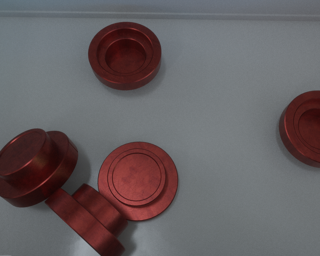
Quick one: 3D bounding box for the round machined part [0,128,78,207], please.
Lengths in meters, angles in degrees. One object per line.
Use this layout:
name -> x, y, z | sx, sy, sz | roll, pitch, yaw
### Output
round machined part -> -0.150, 0.039, 0.360 | 0.098, 0.042, 0.098 | -16, 41, 15

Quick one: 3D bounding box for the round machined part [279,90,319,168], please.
round machined part -> 0.203, 0.004, 0.400 | 0.099, 0.042, 0.098 | 0, 70, 0

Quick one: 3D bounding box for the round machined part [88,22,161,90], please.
round machined part -> -0.047, -0.096, 0.435 | 0.099, 0.042, 0.098 | 0, 70, 0

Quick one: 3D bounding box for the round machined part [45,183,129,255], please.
round machined part -> -0.073, 0.098, 0.335 | 0.098, 0.098, 0.042 | 38, 66, 12

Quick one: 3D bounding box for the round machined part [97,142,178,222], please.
round machined part -> -0.027, 0.063, 0.377 | 0.099, 0.042, 0.098 | 0, 70, 0
